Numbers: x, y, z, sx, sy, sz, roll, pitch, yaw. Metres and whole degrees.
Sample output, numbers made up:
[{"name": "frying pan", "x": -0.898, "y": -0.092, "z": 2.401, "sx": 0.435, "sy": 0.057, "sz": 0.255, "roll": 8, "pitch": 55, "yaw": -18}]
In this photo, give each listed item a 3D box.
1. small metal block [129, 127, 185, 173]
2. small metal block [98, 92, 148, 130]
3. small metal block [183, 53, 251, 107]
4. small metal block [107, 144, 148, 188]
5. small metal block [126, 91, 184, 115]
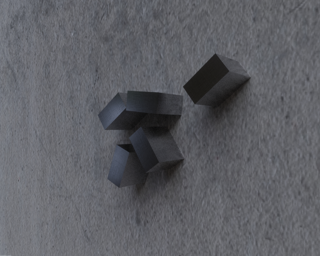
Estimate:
[{"name": "small metal block", "x": -0.004, "y": 0.026, "z": 0.390, "sx": 0.025, "sy": 0.050, "sz": 0.050, "roll": -42, "pitch": 65, "yaw": 32}, {"name": "small metal block", "x": -0.048, "y": -0.022, "z": 0.426, "sx": 0.050, "sy": 0.050, "sz": 0.025, "roll": -42, "pitch": 65, "yaw": 32}, {"name": "small metal block", "x": 0.062, "y": -0.050, "z": 0.336, "sx": 0.050, "sy": 0.050, "sz": 0.025, "roll": -45, "pitch": 64, "yaw": 30}, {"name": "small metal block", "x": -0.038, "y": 0.049, "z": 0.418, "sx": 0.025, "sy": 0.050, "sz": 0.050, "roll": 27, "pitch": 107, "yaw": 36}, {"name": "small metal block", "x": -0.006, "y": -0.032, "z": 0.392, "sx": 0.050, "sy": 0.050, "sz": 0.025, "roll": 8, "pitch": 96, "yaw": 39}]
